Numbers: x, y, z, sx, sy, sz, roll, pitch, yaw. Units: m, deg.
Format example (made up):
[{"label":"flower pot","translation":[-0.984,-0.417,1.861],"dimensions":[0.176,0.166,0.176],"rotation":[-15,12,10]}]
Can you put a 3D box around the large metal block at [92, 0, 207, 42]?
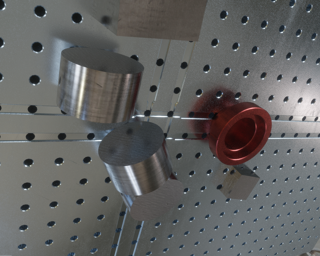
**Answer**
[{"label":"large metal block","translation":[-0.013,-0.120,0.294],"dimensions":[0.081,0.080,0.050],"rotation":[-4,120,-27]}]

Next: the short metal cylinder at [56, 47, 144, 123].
[{"label":"short metal cylinder","translation":[-0.061,-0.045,0.314],"dimensions":[0.081,0.080,0.050],"rotation":[0,118,-29]}]

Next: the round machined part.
[{"label":"round machined part","translation":[0.114,0.005,0.465],"dimensions":[0.099,0.042,0.097],"rotation":[-14,124,-21]}]

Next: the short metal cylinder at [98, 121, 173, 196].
[{"label":"short metal cylinder","translation":[-0.029,0.036,0.382],"dimensions":[0.080,0.080,0.050],"rotation":[-25,128,-13]}]

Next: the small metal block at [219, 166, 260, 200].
[{"label":"small metal block","translation":[0.141,0.099,0.549],"dimensions":[0.050,0.025,0.050],"rotation":[14,111,-34]}]

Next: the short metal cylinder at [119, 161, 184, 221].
[{"label":"short metal cylinder","translation":[-0.014,0.083,0.430],"dimensions":[0.081,0.050,0.079],"rotation":[-19,136,-20]}]
